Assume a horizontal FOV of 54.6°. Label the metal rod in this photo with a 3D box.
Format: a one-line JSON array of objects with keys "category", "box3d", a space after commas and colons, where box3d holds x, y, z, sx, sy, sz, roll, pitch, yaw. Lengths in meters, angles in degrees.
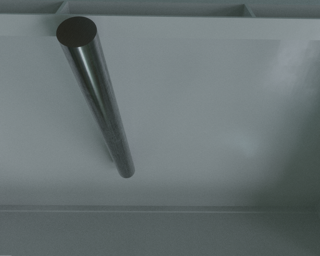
[{"category": "metal rod", "box3d": [-0.051, 0.002, 0.329, 0.025, 0.025, 0.299, 0, 156, 0]}]
